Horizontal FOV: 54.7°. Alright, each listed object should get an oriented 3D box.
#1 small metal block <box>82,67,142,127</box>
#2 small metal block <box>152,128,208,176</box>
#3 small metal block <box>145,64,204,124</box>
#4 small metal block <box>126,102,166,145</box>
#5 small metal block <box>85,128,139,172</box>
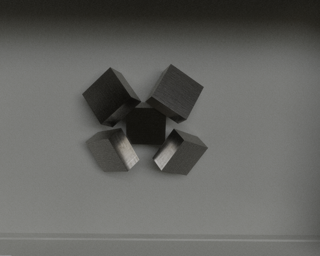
[{"bbox_3d":[-0.060,-0.037,0.381,0.050,0.025,0.050,-41,68,14],"label":"small metal block"},{"bbox_3d":[0.027,0.033,0.410,0.050,0.025,0.050,19,113,-44],"label":"small metal block"},{"bbox_3d":[0.018,-0.041,0.381,0.050,0.025,0.050,33,69,-12],"label":"small metal block"},{"bbox_3d":[-0.018,-0.006,0.406,0.050,0.025,0.050,1,110,-1],"label":"small metal block"},{"bbox_3d":[-0.063,0.030,0.407,0.050,0.025,0.050,-9,116,44],"label":"small metal block"}]
